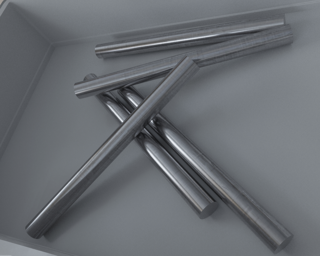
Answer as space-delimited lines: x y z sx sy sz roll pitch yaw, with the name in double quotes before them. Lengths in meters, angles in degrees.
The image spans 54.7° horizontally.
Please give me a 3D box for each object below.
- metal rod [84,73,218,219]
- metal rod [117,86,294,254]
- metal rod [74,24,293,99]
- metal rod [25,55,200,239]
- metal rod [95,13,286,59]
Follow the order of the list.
"metal rod" -0.032 0.004 0.418 0.025 0.025 0.300 -43 51 -2
"metal rod" 0.029 0.023 0.374 0.025 0.025 0.300 -43 51 -2
"metal rod" 0.022 -0.087 0.425 0.301 0.025 0.025 -13 56 13
"metal rod" -0.063 0.028 0.393 0.300 0.025 0.025 -46 51 5
"metal rod" 0.029 -0.135 0.471 0.300 0.025 0.025 -1 62 27
